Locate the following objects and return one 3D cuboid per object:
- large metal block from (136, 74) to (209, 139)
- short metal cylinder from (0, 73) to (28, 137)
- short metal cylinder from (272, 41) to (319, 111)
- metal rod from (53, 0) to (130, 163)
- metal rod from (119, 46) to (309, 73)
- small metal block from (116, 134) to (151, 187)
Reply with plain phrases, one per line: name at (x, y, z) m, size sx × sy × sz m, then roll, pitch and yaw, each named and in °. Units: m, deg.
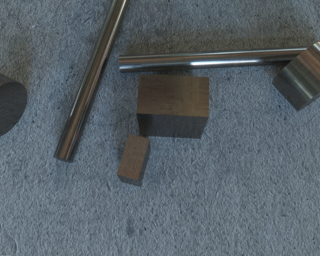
large metal block at (0.015, -0.024, 0.388) m, size 0.080 × 0.080 × 0.050 m, roll 3°, pitch 70°, yaw 1°
short metal cylinder at (-0.216, -0.033, 0.389) m, size 0.050 × 0.080 × 0.080 m, roll 28°, pitch 72°, yaw 9°
short metal cylinder at (0.196, -0.066, 0.405) m, size 0.080 × 0.080 × 0.050 m, roll -33°, pitch 74°, yaw -11°
metal rod at (-0.087, -0.096, 0.442) m, size 0.025 × 0.025 × 0.299 m, roll 13°, pitch 70°, yaw 4°
metal rod at (0.094, -0.099, 0.445) m, size 0.302 × 0.025 × 0.025 m, roll -3°, pitch 70°, yaw -2°
small metal block at (-0.031, 0.041, 0.380) m, size 0.025 × 0.050 × 0.050 m, roll 14°, pitch 71°, yaw 5°
